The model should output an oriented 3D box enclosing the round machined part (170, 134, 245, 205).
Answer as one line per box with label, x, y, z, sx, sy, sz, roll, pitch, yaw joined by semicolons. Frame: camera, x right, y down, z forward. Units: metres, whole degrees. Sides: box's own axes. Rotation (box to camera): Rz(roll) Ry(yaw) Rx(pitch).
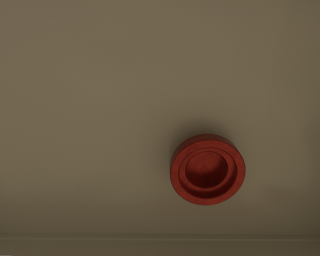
round machined part;0.062;0.053;0.423;0.099;0.042;0.097;0;110;-1
